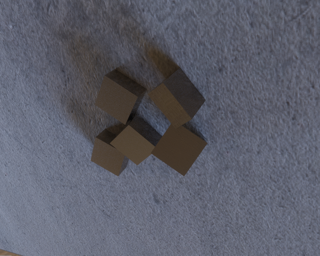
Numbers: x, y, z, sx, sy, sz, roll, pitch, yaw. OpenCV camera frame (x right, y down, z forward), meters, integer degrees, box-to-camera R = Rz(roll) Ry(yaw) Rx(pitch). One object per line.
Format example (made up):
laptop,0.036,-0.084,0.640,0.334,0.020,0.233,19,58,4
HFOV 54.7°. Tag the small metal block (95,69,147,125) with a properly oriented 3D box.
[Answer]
small metal block,-0.052,-0.041,0.408,0.050,0.025,0.050,33,128,6

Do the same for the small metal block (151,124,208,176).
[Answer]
small metal block,0.025,0.025,0.392,0.050,0.025,0.050,35,93,5

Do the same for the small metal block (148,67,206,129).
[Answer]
small metal block,0.021,-0.035,0.357,0.025,0.050,0.050,-33,101,38

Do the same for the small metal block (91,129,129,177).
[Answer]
small metal block,-0.073,0.037,0.466,0.050,0.025,0.050,28,128,10

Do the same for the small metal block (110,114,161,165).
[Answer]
small metal block,-0.032,0.017,0.429,0.050,0.025,0.050,40,129,-10
